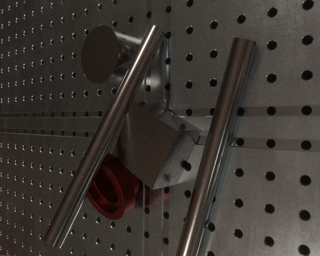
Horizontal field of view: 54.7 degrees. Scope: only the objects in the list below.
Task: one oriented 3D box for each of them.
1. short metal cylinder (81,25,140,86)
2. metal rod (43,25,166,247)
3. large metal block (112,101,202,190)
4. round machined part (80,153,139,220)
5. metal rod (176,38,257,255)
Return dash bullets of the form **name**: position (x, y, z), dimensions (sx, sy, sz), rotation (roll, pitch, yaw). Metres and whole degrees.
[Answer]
- **short metal cylinder**: position (-0.068, -0.102, 0.447), dimensions (0.080, 0.050, 0.079), rotation (0, 90, 39)
- **metal rod**: position (-0.067, 0.004, 0.394), dimensions (0.025, 0.025, 0.299), rotation (20, 81, 38)
- **large metal block**: position (-0.006, 0.020, 0.396), dimensions (0.080, 0.050, 0.079), rotation (34, 111, 34)
- **round machined part**: position (-0.068, 0.076, 0.439), dimensions (0.098, 0.042, 0.097), rotation (22, 124, 37)
- **metal rod**: position (0.058, 0.049, 0.360), dimensions (0.025, 0.025, 0.298), rotation (22, 103, 37)
